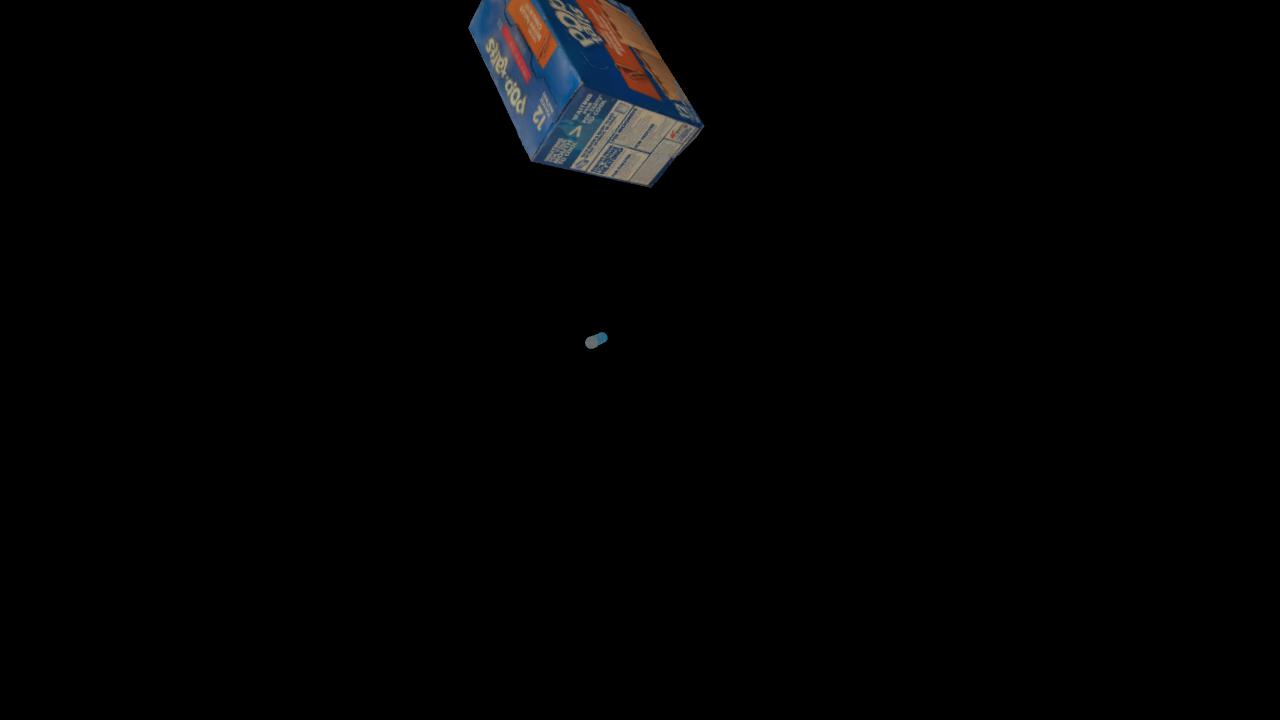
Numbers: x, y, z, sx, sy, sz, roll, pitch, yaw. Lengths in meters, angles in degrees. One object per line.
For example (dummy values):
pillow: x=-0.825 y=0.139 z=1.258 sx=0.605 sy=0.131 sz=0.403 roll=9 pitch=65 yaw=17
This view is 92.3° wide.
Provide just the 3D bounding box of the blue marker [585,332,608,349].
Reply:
blue marker: x=-0.068 y=-0.032 z=0.982 sx=0.020 sy=0.020 sz=0.121 roll=0 pitch=6 yaw=5

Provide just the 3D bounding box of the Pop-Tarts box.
Pop-Tarts box: x=-0.048 y=-0.248 z=0.538 sx=0.141 sy=0.167 sz=0.083 roll=-3 pitch=-31 yaw=-44
